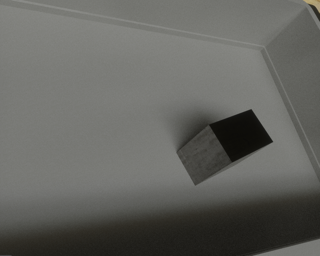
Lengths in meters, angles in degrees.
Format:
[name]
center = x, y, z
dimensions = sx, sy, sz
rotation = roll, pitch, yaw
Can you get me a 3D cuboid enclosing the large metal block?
[large metal block]
center = 0.082, 0.025, 0.401
dimensions = 0.081, 0.080, 0.050
rotation = -18, 72, -35
